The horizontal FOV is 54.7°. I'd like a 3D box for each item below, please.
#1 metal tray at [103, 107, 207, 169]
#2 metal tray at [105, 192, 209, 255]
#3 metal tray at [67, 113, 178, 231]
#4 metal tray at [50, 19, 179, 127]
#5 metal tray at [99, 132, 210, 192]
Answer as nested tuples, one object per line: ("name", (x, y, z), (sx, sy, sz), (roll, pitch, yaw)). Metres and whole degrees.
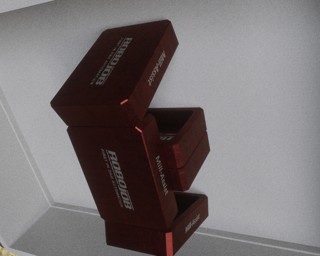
("metal tray", (-0.019, 0.008, 0.380), (0.130, 0.090, 0.030), (1, 119, 27))
("metal tray", (0.001, 0.119, 0.410), (0.090, 0.131, 0.030), (0, 97, 27))
("metal tray", (-0.038, 0.048, 0.336), (0.090, 0.030, 0.129), (0, 119, 27))
("metal tray", (-0.043, -0.060, 0.324), (0.090, 0.130, 0.030), (1, 139, 27))
("metal tray", (-0.012, 0.035, 0.394), (0.130, 0.090, 0.030), (1, 119, 27))
